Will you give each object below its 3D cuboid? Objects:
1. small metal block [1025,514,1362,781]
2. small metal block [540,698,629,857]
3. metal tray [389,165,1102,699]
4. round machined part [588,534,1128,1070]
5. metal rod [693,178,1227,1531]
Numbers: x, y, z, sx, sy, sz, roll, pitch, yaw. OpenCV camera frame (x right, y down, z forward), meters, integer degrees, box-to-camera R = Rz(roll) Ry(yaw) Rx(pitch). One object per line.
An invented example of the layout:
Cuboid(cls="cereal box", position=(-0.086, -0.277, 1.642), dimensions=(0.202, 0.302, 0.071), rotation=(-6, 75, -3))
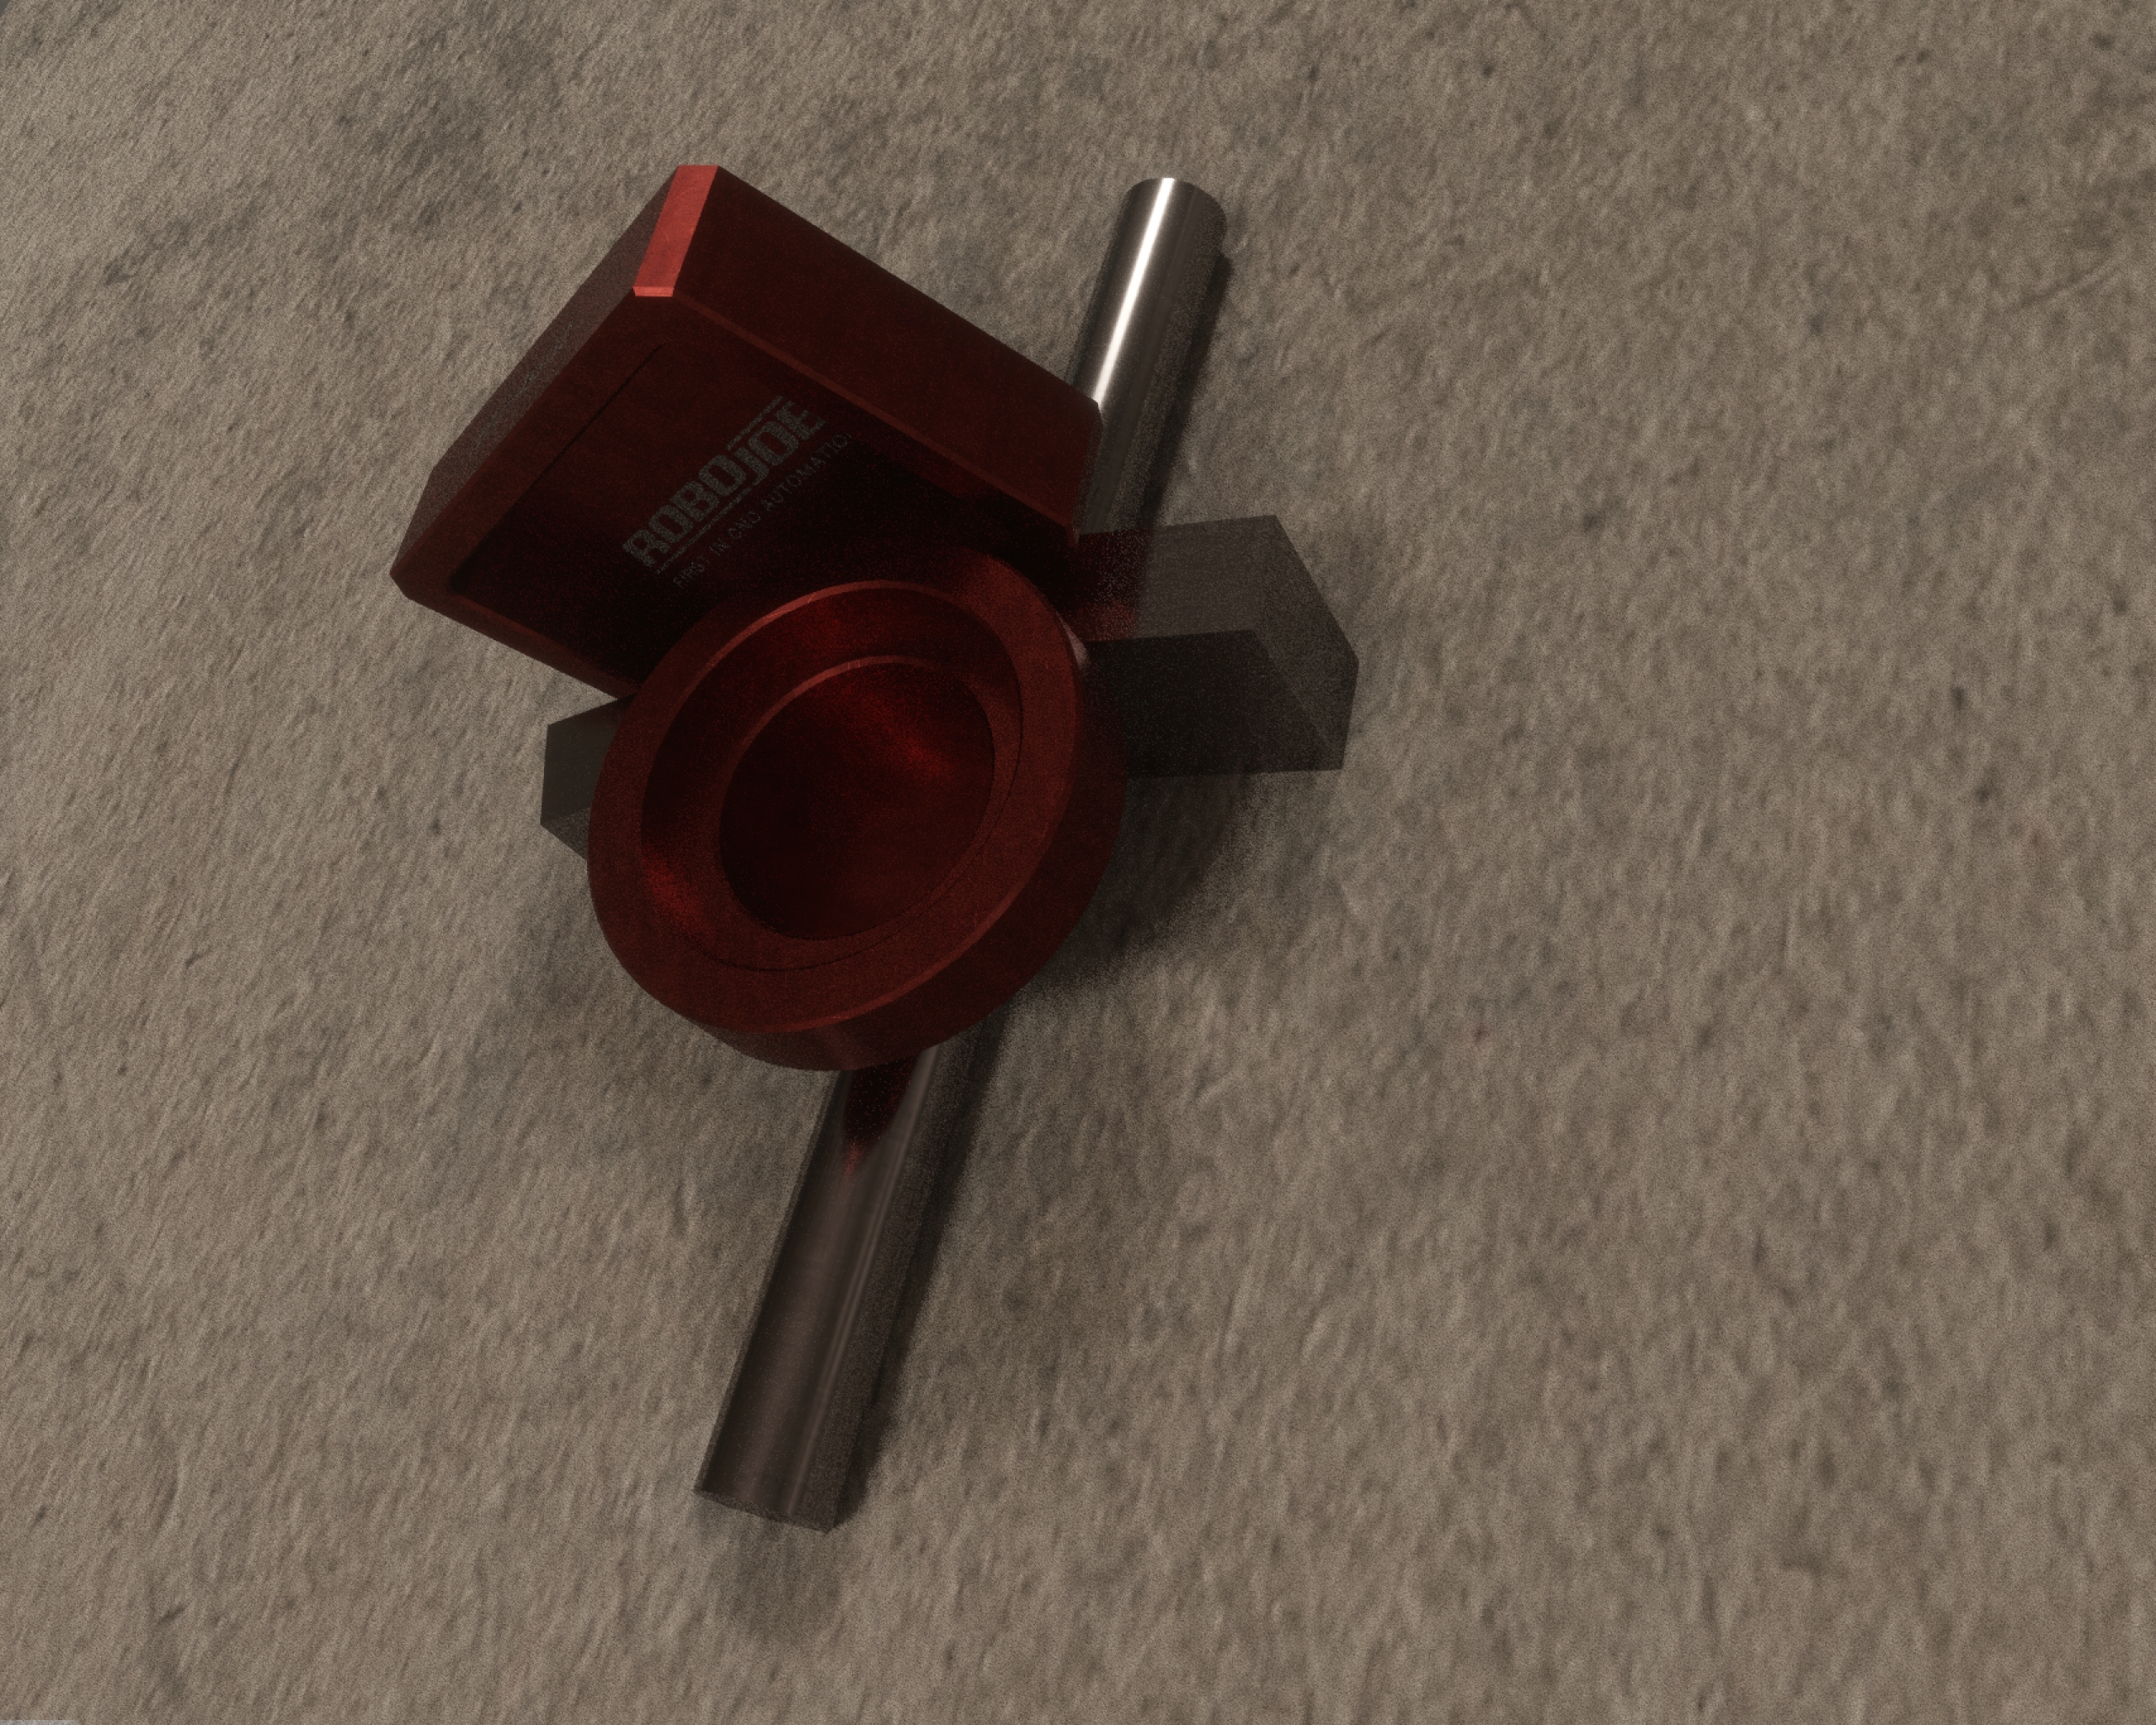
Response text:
Cuboid(cls="small metal block", position=(0.021, -0.040, 0.401), dimensions=(0.050, 0.050, 0.025), rotation=(-1, 61, 27))
Cuboid(cls="small metal block", position=(-0.075, -0.013, 0.435), dimensions=(0.050, 0.050, 0.025), rotation=(-18, 55, 18))
Cuboid(cls="metal tray", position=(-0.069, -0.071, 0.412), dimensions=(0.130, 0.090, 0.030), rotation=(-26, 45, 50))
Cuboid(cls="round machined part", position=(-0.036, -0.008, 0.381), dimensions=(0.098, 0.042, 0.098), rotation=(-11, 61, 20))
Cuboid(cls="metal rod", position=(-0.016, -0.018, 0.424), dimensions=(0.025, 0.025, 0.300), rotation=(2, 63, 29))
